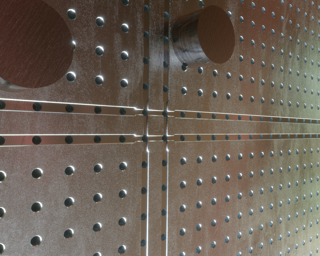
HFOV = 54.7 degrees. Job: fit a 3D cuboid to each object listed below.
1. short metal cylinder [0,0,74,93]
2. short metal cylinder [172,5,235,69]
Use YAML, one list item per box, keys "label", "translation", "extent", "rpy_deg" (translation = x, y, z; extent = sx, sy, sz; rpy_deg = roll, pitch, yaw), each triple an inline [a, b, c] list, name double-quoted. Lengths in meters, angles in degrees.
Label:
- label: "short metal cylinder"
  translation: [-0.129, -0.074, 0.286]
  extent: [0.081, 0.050, 0.079]
  rpy_deg: [-1, 91, -40]
- label: "short metal cylinder"
  translation: [0.064, -0.129, 0.448]
  extent: [0.081, 0.050, 0.079]
  rpy_deg: [0, 90, -40]
